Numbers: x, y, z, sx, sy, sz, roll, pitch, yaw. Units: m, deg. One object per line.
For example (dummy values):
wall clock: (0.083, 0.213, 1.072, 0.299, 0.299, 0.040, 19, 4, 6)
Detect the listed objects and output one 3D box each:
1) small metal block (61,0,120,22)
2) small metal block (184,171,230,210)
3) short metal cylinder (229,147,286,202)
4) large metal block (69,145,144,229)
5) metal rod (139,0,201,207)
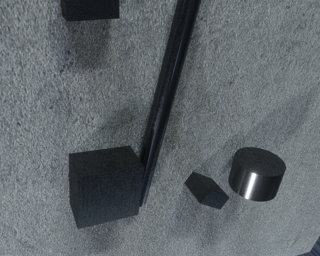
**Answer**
small metal block: (-0.067, -0.130, 0.291, 0.050, 0.025, 0.050, -12, 124, -22)
small metal block: (0.075, 0.100, 0.496, 0.050, 0.050, 0.025, 26, 104, -37)
short metal cylinder: (0.157, 0.074, 0.506, 0.081, 0.080, 0.050, -8, 122, -25)
large metal block: (-0.071, 0.074, 0.399, 0.081, 0.050, 0.079, -7, 122, -26)
metal rod: (0.001, -0.023, 0.394, 0.025, 0.025, 0.298, 0, 118, -29)
